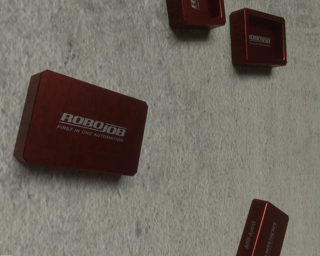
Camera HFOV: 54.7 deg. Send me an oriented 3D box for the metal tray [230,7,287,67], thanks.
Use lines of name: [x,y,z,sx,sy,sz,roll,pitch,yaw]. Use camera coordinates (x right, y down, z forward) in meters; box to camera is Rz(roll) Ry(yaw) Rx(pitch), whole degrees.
metal tray: [0.179,-0.157,0.554,0.131,0.030,0.089,-7,95,-40]

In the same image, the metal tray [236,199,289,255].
metal tray: [0.186,0.206,0.562,0.090,0.030,0.130,36,68,-35]

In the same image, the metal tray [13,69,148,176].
metal tray: [-0.078,0.000,0.337,0.131,0.030,0.090,15,80,-39]

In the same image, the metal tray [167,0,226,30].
metal tray: [0.048,-0.210,0.443,0.091,0.030,0.129,-14,99,-39]
